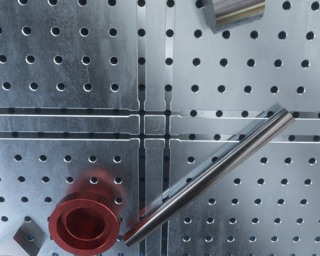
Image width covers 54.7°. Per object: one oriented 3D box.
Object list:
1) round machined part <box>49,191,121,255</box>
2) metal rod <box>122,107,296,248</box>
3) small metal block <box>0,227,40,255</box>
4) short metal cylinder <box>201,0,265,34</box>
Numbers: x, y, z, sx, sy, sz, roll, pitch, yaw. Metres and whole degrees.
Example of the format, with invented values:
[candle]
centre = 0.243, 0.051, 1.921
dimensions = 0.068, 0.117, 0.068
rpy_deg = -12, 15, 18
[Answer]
[round machined part]
centre = -0.106, 0.134, 0.452
dimensions = 0.099, 0.042, 0.097
rpy_deg = 0, 110, -1
[metal rod]
centre = 0.061, 0.077, 0.442
dimensions = 0.300, 0.025, 0.025
rpy_deg = -41, 105, 13
[small metal block]
centre = -0.226, 0.190, 0.480
dimensions = 0.050, 0.025, 0.050
rpy_deg = -30, 108, 10
[short metal cylinder]
centre = 0.073, -0.147, 0.331
dimensions = 0.050, 0.080, 0.080
rpy_deg = -17, 109, 6
